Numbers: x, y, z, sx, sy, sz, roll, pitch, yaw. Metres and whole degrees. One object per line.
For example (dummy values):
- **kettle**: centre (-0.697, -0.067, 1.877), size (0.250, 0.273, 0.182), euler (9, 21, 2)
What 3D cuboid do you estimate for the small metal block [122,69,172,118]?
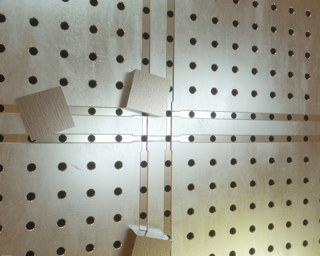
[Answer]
- **small metal block**: centre (-0.017, -0.044, 0.406), size (0.050, 0.025, 0.050), euler (14, 85, -20)

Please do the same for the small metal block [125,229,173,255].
- **small metal block**: centre (-0.017, 0.165, 0.406), size (0.050, 0.025, 0.050), euler (17, 84, -19)

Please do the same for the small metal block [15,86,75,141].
- **small metal block**: centre (-0.133, -0.017, 0.363), size (0.050, 0.025, 0.050), euler (-20, 97, -19)
